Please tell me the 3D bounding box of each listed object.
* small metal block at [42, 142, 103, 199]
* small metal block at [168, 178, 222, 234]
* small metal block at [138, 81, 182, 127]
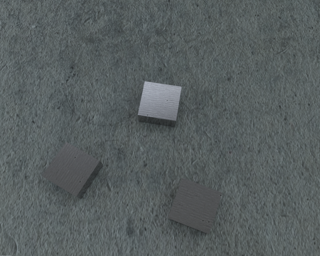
[{"bbox_3d":[-0.108,0.053,0.388,0.050,0.025,0.050,28,72,9],"label":"small metal block"},{"bbox_3d":[0.042,0.094,0.374,0.050,0.025,0.050,20,71,7],"label":"small metal block"},{"bbox_3d":[0.000,-0.032,0.420,0.050,0.025,0.050,9,70,3],"label":"small metal block"}]
